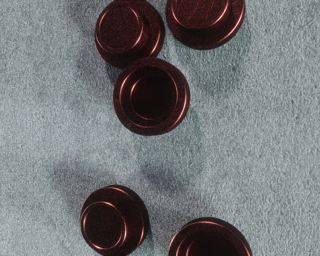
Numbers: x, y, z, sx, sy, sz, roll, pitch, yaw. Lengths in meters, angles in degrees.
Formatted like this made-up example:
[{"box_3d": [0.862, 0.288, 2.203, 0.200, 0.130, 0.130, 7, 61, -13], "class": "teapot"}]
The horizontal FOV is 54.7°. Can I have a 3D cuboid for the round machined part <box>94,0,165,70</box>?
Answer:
[{"box_3d": [-0.046, -0.129, 0.416, 0.098, 0.042, 0.097, 0, 90, 20], "class": "round machined part"}]

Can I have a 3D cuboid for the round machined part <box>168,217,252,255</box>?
[{"box_3d": [0.063, 0.157, 0.378, 0.098, 0.042, 0.097, 0, 90, 20], "class": "round machined part"}]

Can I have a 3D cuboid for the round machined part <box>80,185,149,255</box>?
[{"box_3d": [-0.068, 0.130, 0.424, 0.098, 0.042, 0.097, 0, 90, 20], "class": "round machined part"}]

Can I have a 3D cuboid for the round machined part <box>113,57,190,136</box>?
[{"box_3d": [-0.008, -0.039, 0.403, 0.098, 0.042, 0.097, 0, 90, 20], "class": "round machined part"}]

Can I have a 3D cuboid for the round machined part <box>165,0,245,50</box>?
[{"box_3d": [0.053, -0.149, 0.381, 0.098, 0.042, 0.097, 0, 90, 20], "class": "round machined part"}]
